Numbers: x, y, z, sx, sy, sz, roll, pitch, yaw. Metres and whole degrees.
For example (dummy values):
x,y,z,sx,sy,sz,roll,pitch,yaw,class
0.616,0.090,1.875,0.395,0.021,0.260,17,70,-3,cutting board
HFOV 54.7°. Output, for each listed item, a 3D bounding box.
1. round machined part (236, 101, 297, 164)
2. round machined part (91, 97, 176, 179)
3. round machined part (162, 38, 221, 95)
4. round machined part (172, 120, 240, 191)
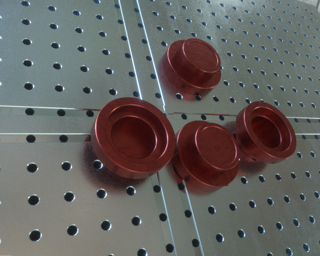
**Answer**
x,y,z,sx,sy,sz,roll,pitch,yaw,class
0.157,0.011,0.478,0.099,0.042,0.098,14,56,-21,round machined part
-0.034,0.015,0.371,0.099,0.042,0.098,14,56,-21,round machined part
0.057,-0.104,0.493,0.099,0.042,0.098,14,56,-21,round machined part
0.067,0.032,0.416,0.099,0.042,0.098,14,56,-21,round machined part
